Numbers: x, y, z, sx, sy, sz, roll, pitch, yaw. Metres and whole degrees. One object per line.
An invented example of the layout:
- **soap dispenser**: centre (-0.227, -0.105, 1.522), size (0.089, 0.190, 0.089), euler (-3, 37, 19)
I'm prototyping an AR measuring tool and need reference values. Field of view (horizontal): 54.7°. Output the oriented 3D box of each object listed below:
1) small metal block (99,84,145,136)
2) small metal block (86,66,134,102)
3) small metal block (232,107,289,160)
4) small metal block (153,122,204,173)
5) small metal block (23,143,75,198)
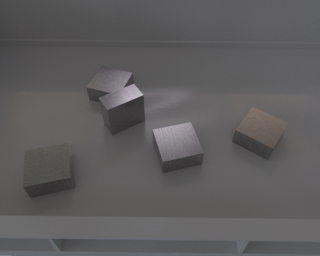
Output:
- **small metal block**: centre (-0.049, -0.024, 0.408), size (0.050, 0.050, 0.025), euler (-25, 55, -20)
- **small metal block**: centre (-0.072, -0.062, 0.456), size (0.050, 0.025, 0.050), euler (14, 51, 12)
- **small metal block**: centre (0.130, 0.006, 0.401), size (0.050, 0.025, 0.050), euler (29, 56, 22)
- **small metal block**: centre (0.021, 0.024, 0.385), size (0.050, 0.025, 0.050), euler (-11, 51, -10)
- **small metal block**: centre (-0.129, 0.049, 0.363), size (0.050, 0.025, 0.050), euler (-11, 51, -9)
